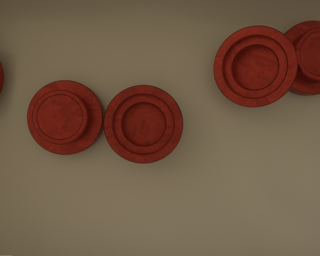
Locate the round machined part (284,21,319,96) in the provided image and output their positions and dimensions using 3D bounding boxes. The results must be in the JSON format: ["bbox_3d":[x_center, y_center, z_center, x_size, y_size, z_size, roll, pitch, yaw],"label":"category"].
[{"bbox_3d":[0.202,-0.092,0.406,0.099,0.042,0.097,0,90,-1],"label":"round machined part"}]

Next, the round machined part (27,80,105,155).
[{"bbox_3d":[-0.123,-0.014,0.401,0.099,0.042,0.097,0,90,-1],"label":"round machined part"}]

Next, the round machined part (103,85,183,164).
[{"bbox_3d":[-0.021,-0.005,0.403,0.099,0.042,0.097,0,90,-1],"label":"round machined part"}]

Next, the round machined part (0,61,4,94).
[{"bbox_3d":[-0.252,-0.066,0.382,0.042,0.099,0.097,10,90,39],"label":"round machined part"}]

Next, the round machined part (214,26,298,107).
[{"bbox_3d":[0.121,-0.076,0.393,0.098,0.042,0.097,3,97,23],"label":"round machined part"}]
